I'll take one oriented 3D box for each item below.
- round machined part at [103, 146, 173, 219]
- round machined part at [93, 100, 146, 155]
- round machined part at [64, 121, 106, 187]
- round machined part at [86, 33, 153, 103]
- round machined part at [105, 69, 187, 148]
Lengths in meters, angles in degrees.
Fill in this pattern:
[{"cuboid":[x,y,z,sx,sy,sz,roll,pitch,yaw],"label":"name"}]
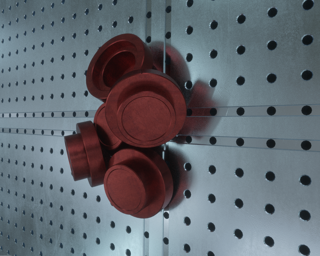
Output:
[{"cuboid":[-0.035,0.074,0.409,0.098,0.042,0.097,9,106,32],"label":"round machined part"},{"cuboid":[-0.058,-0.003,0.442,0.098,0.042,0.097,0,90,39],"label":"round machined part"},{"cuboid":[-0.113,0.041,0.458,0.098,0.042,0.097,167,90,-70],"label":"round machined part"},{"cuboid":[-0.050,-0.076,0.423,0.098,0.042,0.098,-14,62,28],"label":"round machined part"},{"cuboid":[-0.017,-0.018,0.372,0.042,0.099,0.097,-99,34,-65],"label":"round machined part"}]
